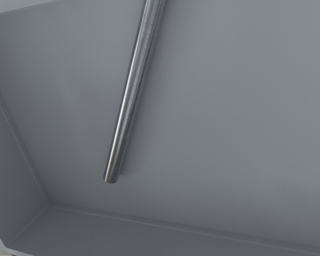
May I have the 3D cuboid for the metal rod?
[{"bbox_3d":[-0.040,-0.033,0.407,0.025,0.025,0.298,27,128,11],"label":"metal rod"}]
